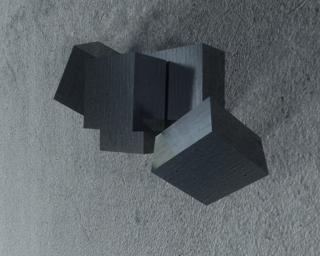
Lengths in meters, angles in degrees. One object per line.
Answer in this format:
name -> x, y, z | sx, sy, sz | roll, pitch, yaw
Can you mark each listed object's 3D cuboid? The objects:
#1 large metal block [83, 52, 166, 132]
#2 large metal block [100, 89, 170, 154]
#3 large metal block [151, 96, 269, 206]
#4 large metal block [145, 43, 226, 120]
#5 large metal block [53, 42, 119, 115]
large metal block -> -0.041, -0.038, 0.354 | 0.080, 0.050, 0.079 | 3, 92, 39
large metal block -> -0.034, -0.009, 0.414 | 0.080, 0.050, 0.079 | 0, 90, 39
large metal block -> 0.050, 0.027, 0.320 | 0.080, 0.080, 0.050 | -38, 29, 33
large metal block -> 0.029, -0.049, 0.365 | 0.080, 0.050, 0.079 | 0, 90, 39
large metal block -> -0.095, -0.072, 0.438 | 0.050, 0.080, 0.080 | 29, 112, 1
